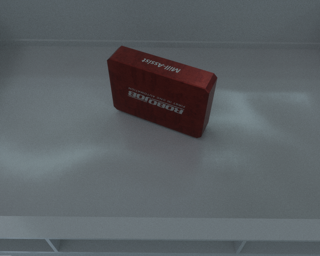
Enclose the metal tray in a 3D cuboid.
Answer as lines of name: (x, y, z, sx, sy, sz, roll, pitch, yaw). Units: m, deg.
metal tray: (0.001, -0.045, 0.396, 0.130, 0.089, 0.030, 20, 53, 15)
